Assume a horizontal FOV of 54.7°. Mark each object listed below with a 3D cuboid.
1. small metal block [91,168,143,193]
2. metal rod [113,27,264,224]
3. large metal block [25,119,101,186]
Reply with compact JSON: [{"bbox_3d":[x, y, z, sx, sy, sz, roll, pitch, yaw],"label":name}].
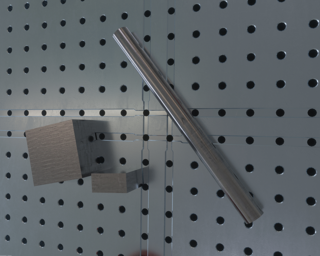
[{"bbox_3d":[-0.057,0.070,0.419,0.050,0.050,0.025,-3,89,20],"label":"small metal block"},{"bbox_3d":[0.029,-0.012,0.402,0.025,0.025,0.299,-38,78,16],"label":"metal rod"},{"bbox_3d":[-0.139,0.035,0.448,0.080,0.050,0.080,-12,86,19],"label":"large metal block"}]
